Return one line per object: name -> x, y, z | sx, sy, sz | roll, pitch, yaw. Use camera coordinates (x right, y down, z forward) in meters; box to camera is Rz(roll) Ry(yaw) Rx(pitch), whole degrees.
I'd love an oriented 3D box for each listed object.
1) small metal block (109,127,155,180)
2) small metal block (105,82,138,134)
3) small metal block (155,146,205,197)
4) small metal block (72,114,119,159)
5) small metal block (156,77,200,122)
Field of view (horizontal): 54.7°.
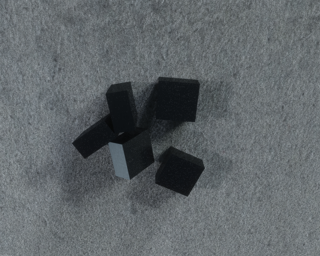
small metal block -> -0.036, 0.032, 0.405 | 0.025, 0.050, 0.050 | 8, 118, 38
small metal block -> -0.046, -0.027, 0.386 | 0.025, 0.050, 0.050 | -9, 110, 3
small metal block -> 0.027, 0.061, 0.433 | 0.050, 0.025, 0.050 | 24, 108, -9
small metal block -> -0.078, 0.008, 0.397 | 0.050, 0.050, 0.025 | -34, 102, 11
small metal block -> 0.022, -0.037, 0.397 | 0.050, 0.025, 0.050 | 4, 110, -2
